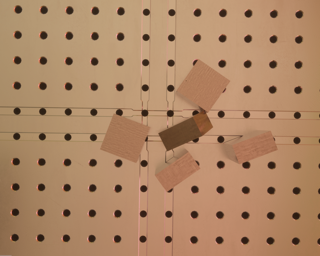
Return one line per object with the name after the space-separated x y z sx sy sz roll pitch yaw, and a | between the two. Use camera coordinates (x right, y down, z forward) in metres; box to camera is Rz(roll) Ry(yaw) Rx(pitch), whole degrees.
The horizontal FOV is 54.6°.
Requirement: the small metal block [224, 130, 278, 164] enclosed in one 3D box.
0.116 0.024 0.402 0.050 0.050 0.025 -21 90 0 | small metal block

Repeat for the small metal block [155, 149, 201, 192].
0.022 0.053 0.401 0.050 0.050 0.025 -35 90 0 | small metal block

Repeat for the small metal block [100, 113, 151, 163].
-0.045 0.013 0.413 0.050 0.025 0.050 21 90 0 | small metal block

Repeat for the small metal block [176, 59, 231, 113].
0.056 -0.055 0.414 0.050 0.025 0.050 35 90 0 | small metal block

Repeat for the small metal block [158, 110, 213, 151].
0.034 0.003 0.393 0.050 0.050 0.025 -26 90 27 | small metal block
